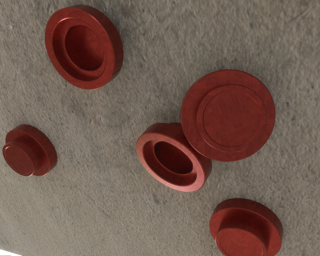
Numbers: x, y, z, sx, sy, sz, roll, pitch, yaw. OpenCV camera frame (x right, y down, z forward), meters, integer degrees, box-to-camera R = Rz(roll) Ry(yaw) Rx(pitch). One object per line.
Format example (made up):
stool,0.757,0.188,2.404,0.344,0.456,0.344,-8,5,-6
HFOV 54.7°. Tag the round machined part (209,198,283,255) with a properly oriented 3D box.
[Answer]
round machined part,0.115,0.148,0.426,0.098,0.042,0.097,13,124,20

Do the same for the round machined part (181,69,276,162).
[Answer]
round machined part,0.071,-0.012,0.322,0.099,0.042,0.097,0,98,2

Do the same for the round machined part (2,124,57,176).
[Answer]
round machined part,-0.235,0.046,0.545,0.098,0.042,0.097,13,124,20

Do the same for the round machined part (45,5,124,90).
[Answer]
round machined part,-0.087,-0.099,0.378,0.098,0.042,0.097,13,124,20

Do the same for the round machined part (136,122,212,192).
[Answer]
round machined part,0.021,0.032,0.394,0.098,0.042,0.097,23,139,22
